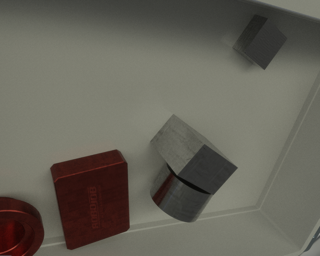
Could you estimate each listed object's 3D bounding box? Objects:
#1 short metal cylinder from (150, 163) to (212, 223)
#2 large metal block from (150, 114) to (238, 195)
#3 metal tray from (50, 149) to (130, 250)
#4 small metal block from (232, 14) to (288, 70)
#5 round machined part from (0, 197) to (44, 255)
[{"bbox_3d":[0.033,0.089,0.448,0.081,0.080,0.050,18,109,-36],"label":"short metal cylinder"},{"bbox_3d":[0.045,0.036,0.422,0.080,0.080,0.050,34,99,-39],"label":"large metal block"},{"bbox_3d":[-0.090,0.098,0.418,0.091,0.030,0.129,-12,124,-22],"label":"metal tray"},{"bbox_3d":[0.134,-0.114,0.414,0.050,0.025,0.050,25,105,-37],"label":"small metal block"},{"bbox_3d":[-0.192,0.121,0.368,0.099,0.042,0.097,-14,125,-21],"label":"round machined part"}]
